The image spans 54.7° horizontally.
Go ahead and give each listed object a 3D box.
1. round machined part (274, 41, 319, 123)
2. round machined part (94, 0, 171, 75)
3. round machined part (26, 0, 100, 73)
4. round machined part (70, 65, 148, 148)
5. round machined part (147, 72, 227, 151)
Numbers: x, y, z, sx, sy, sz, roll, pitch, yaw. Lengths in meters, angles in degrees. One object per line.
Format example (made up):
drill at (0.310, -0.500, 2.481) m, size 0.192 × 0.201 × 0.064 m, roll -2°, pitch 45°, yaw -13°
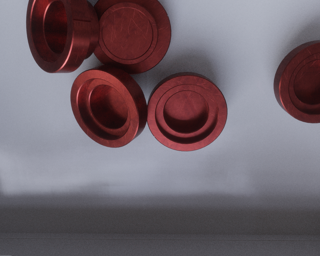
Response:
round machined part at (0.189, -0.058, 0.382) m, size 0.099 × 0.042 × 0.097 m, roll 0°, pitch 110°, yaw 0°
round machined part at (-0.036, -0.111, 0.361) m, size 0.099 × 0.042 × 0.097 m, roll 0°, pitch 110°, yaw 0°
round machined part at (-0.104, -0.110, 0.343) m, size 0.098 × 0.042 × 0.097 m, roll 9°, pitch 104°, yaw 41°
round machined part at (-0.057, -0.029, 0.377) m, size 0.098 × 0.042 × 0.097 m, roll 13°, pitch 119°, yaw 25°
round machined part at (0.032, -0.023, 0.394) m, size 0.099 × 0.042 × 0.097 m, roll 0°, pitch 110°, yaw 0°
